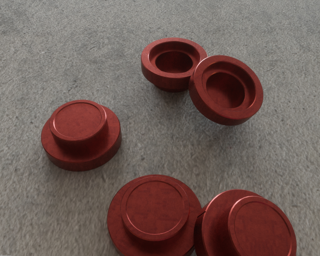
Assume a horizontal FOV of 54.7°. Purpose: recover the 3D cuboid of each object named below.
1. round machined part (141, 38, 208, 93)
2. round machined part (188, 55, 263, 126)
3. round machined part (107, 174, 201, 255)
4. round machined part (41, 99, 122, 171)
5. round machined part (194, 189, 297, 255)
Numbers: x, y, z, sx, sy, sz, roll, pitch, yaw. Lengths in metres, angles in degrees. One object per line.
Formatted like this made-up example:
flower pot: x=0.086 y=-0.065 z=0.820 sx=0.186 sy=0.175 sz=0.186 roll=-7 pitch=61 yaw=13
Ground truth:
round machined part: x=0.021 y=-0.092 z=0.469 sx=0.099 sy=0.042 sz=0.098 roll=0 pitch=50 yaw=0
round machined part: x=0.085 y=-0.047 z=0.419 sx=0.099 sy=0.042 sz=0.098 roll=7 pitch=64 yaw=-13
round machined part: x=-0.005 y=0.089 z=0.317 sx=0.099 sy=0.042 sz=0.098 roll=0 pitch=50 yaw=0
round machined part: x=-0.099 y=0.002 z=0.389 sx=0.099 sy=0.042 sz=0.098 roll=0 pitch=50 yaw=0
round machined part: x=0.085 y=0.103 z=0.289 sx=0.099 sy=0.042 sz=0.098 roll=10 pitch=55 yaw=-14
